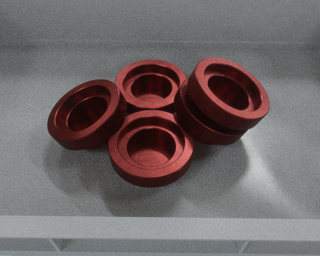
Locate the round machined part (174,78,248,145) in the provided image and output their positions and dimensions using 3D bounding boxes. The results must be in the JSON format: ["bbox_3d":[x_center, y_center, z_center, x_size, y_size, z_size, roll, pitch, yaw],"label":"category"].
[{"bbox_3d":[0.062,-0.018,0.393,0.099,0.042,0.098,15,47,-17],"label":"round machined part"}]

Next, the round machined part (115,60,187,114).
[{"bbox_3d":[-0.012,-0.048,0.432,0.099,0.042,0.098,0,50,0],"label":"round machined part"}]

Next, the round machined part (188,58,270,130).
[{"bbox_3d":[0.077,-0.036,0.372,0.099,0.042,0.098,15,48,-17],"label":"round machined part"}]

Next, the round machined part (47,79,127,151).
[{"bbox_3d":[-0.086,-0.012,0.388,0.098,0.042,0.098,-13,48,16],"label":"round machined part"}]

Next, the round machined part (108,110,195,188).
[{"bbox_3d":[-0.010,0.028,0.367,0.099,0.042,0.098,0,50,0],"label":"round machined part"}]
